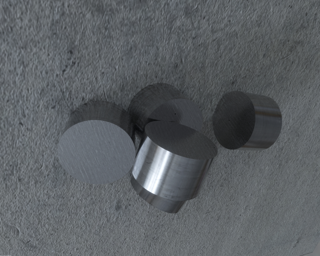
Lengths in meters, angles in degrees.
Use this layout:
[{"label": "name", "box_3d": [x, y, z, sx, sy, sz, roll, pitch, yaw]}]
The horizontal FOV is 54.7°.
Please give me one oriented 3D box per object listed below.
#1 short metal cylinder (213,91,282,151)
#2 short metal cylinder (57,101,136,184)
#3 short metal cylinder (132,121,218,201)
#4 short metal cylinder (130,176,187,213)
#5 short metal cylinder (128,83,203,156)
[{"label": "short metal cylinder", "box_3d": [0.119, -0.009, 0.431, 0.050, 0.080, 0.079, 5, 116, -31]}, {"label": "short metal cylinder", "box_3d": [-0.068, 0.016, 0.347, 0.081, 0.050, 0.079, -2, 118, -4]}, {"label": "short metal cylinder", "box_3d": [0.015, 0.033, 0.335, 0.081, 0.080, 0.050, 5, 116, -31]}, {"label": "short metal cylinder", "box_3d": [0.008, 0.068, 0.417, 0.080, 0.080, 0.050, 23, 106, -37]}, {"label": "short metal cylinder", "box_3d": [0.005, -0.010, 0.387, 0.081, 0.050, 0.079, -14, 124, -21]}]
